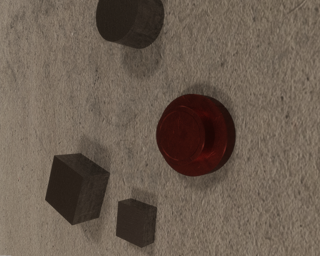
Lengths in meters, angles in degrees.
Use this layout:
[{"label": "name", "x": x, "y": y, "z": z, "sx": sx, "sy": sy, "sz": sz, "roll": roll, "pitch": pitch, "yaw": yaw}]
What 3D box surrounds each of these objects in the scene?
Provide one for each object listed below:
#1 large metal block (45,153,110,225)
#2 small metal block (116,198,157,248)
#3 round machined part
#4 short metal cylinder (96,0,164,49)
[{"label": "large metal block", "x": -0.133, "y": 0.094, "z": 0.496, "sx": 0.080, "sy": 0.050, "sz": 0.079, "roll": 25, "pitch": 106, "yaw": 37}, {"label": "small metal block", "x": -0.033, "y": 0.130, "z": 0.430, "sx": 0.050, "sy": 0.025, "sz": 0.050, "roll": 8, "pitch": 95, "yaw": 39}, {"label": "round machined part", "x": 0.034, "y": 0.008, "z": 0.364, "sx": 0.098, "sy": 0.042, "sz": 0.097, "roll": 0, "pitch": 90, "yaw": 39}, {"label": "short metal cylinder", "x": -0.041, "y": -0.152, "z": 0.421, "sx": 0.080, "sy": 0.050, "sz": 0.079, "roll": 0, "pitch": 90, "yaw": 39}]
